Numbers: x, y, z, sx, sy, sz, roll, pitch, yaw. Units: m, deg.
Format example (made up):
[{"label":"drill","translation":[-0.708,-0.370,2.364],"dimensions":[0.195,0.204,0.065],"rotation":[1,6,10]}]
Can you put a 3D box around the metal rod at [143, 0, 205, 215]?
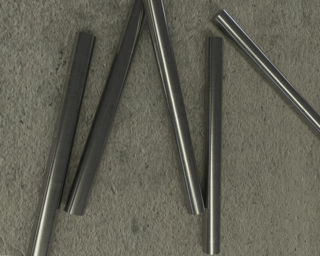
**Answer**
[{"label":"metal rod","translation":[0.019,-0.030,0.401],"dimensions":[0.025,0.025,0.298],"rotation":[-16,101,-19]}]

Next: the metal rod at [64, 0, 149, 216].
[{"label":"metal rod","translation":[-0.060,-0.041,0.386],"dimensions":[0.025,0.025,0.299],"rotation":[19,84,-19]}]

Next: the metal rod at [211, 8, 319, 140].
[{"label":"metal rod","translation":[0.189,-0.064,0.478],"dimensions":[0.300,0.025,0.025],"rotation":[42,77,-15]}]

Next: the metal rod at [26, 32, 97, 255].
[{"label":"metal rod","translation":[-0.118,0.034,0.365],"dimensions":[0.025,0.025,0.298],"rotation":[13,86,-20]}]

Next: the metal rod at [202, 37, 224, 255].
[{"label":"metal rod","translation":[0.074,0.024,0.436],"dimensions":[0.025,0.025,0.298],"rotation":[1,90,-20]}]
